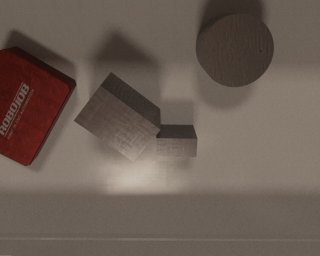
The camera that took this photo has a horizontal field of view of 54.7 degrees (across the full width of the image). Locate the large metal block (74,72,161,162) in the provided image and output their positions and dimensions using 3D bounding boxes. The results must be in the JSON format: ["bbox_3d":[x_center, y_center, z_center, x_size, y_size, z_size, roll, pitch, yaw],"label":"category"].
[{"bbox_3d":[-0.047,-0.017,0.375,0.080,0.080,0.050,37,106,-13],"label":"large metal block"}]

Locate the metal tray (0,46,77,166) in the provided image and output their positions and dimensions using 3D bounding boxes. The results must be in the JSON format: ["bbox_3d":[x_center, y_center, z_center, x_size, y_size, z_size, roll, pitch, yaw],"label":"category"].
[{"bbox_3d":[-0.178,-0.025,0.397,0.090,0.030,0.129,30,107,-11],"label":"metal tray"}]

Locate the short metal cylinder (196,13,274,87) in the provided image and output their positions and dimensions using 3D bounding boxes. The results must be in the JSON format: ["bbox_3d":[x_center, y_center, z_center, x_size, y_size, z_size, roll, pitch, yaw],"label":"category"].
[{"bbox_3d":[0.085,-0.093,0.365,0.081,0.050,0.079,0,110,-1],"label":"short metal cylinder"}]

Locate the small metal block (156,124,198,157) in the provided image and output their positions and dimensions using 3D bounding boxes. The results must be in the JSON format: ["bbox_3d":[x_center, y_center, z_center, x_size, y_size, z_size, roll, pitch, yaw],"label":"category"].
[{"bbox_3d":[0.020,0.016,0.404,0.050,0.050,0.025,1,110,-1],"label":"small metal block"}]
